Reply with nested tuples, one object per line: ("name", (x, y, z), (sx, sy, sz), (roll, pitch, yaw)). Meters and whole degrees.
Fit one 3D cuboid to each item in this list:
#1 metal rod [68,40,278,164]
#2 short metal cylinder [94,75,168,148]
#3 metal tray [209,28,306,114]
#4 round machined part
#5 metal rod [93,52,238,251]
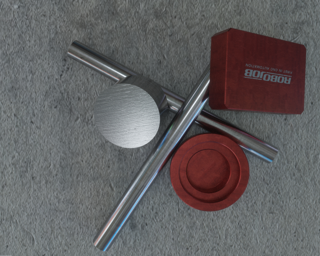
("metal rod", (0.017, -0.034, 0.412), (0.301, 0.025, 0.025), (28, 90, 0))
("short metal cylinder", (-0.034, -0.022, 0.385), (0.080, 0.050, 0.079), (4, 111, 11))
("metal tray", (0.123, -0.064, 0.381), (0.131, 0.030, 0.089), (2, 90, -28))
("round machined part", (0.062, 0.055, 0.403), (0.099, 0.042, 0.097), (0, 90, 0))
("metal rod", (0.004, 0.030, 0.394), (0.025, 0.025, 0.299), (33, 96, 0))
